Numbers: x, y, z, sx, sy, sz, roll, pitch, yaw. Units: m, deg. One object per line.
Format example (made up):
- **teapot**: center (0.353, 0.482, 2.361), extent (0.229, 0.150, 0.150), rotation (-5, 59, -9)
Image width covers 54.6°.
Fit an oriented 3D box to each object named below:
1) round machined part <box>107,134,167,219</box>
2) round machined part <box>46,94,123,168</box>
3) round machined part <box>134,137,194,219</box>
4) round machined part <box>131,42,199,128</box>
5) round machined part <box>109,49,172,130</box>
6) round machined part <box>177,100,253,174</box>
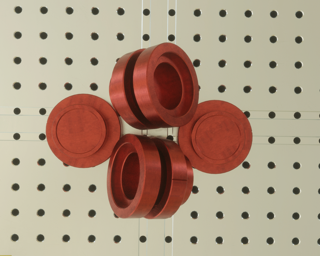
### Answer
- **round machined part**: center (-0.024, 0.058, 0.372), extent (0.042, 0.098, 0.098), rotation (10, 90, -32)
- **round machined part**: center (-0.100, 0.004, 0.404), extent (0.099, 0.042, 0.097), rotation (0, 90, 0)
- **round machined part**: center (0.005, 0.063, 0.386), extent (0.042, 0.098, 0.098), rotation (10, 90, -32)
- **round machined part**: center (0.002, -0.048, 0.370), extent (0.042, 0.099, 0.097), rotation (-6, 90, 40)
- **round machined part**: center (-0.025, -0.046, 0.388), extent (0.042, 0.099, 0.097), rotation (-6, 90, 40)
- **round machined part**: center (0.073, 0.012, 0.405), extent (0.099, 0.042, 0.097), rotation (0, 90, 0)
